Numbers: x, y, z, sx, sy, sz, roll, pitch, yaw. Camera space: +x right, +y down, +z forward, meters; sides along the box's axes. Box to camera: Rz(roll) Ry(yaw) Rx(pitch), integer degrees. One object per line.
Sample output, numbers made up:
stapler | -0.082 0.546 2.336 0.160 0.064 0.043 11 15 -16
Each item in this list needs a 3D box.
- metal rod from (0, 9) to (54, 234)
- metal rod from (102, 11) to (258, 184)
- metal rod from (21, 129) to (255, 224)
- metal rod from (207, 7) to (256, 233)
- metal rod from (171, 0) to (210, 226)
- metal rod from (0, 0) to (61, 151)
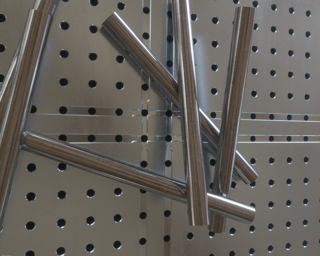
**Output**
metal rod | -0.164 0.024 0.333 0.025 0.025 0.299 14 92 -20
metal rod | 0.036 -0.032 0.425 0.300 0.025 0.025 47 76 -14
metal rod | -0.018 0.065 0.385 0.302 0.025 0.025 21 83 -11
metal rod | 0.093 -0.002 0.412 0.025 0.025 0.298 1 103 -20
metal rod | 0.037 -0.032 0.395 0.025 0.025 0.299 0 78 -20
metal rod | -0.151 -0.090 0.356 0.025 0.025 0.299 21 83 -19
